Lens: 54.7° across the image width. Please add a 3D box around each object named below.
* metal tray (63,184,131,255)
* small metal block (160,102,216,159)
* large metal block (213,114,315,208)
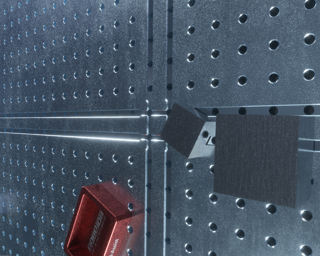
[{"bbox_3d":[-0.103,0.167,0.490,0.090,0.030,0.129,32,110,35],"label":"metal tray"},{"bbox_3d":[0.034,0.002,0.382,0.050,0.025,0.050,36,112,34],"label":"small metal block"},{"bbox_3d":[0.103,0.027,0.308,0.080,0.050,0.079,3,92,40],"label":"large metal block"}]
